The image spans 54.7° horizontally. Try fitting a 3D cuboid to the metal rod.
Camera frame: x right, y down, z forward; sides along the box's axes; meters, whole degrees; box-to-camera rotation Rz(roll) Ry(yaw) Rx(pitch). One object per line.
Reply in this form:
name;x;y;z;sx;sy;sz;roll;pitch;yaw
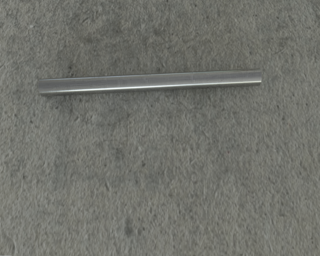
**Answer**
metal rod;-0.012;-0.063;0.431;0.302;0.025;0.025;-3;70;-2
